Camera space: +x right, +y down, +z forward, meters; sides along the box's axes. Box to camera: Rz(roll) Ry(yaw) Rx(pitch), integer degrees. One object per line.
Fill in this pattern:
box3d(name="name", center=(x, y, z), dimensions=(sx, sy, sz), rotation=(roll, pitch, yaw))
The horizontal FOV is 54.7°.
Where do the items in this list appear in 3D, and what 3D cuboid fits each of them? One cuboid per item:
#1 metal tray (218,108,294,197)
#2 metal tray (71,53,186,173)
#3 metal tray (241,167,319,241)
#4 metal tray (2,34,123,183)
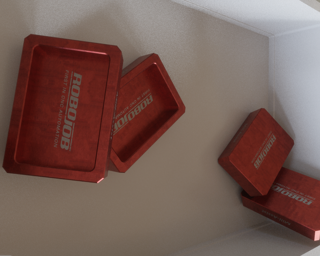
box3d(name="metal tray", center=(0.167, 0.040, 0.527), dimensions=(0.090, 0.030, 0.130), rotation=(46, 60, -8))
box3d(name="metal tray", center=(-0.033, -0.021, 0.377), dimensions=(0.131, 0.030, 0.090), rotation=(-45, 117, -31))
box3d(name="metal tray", center=(0.215, 0.115, 0.517), dimensions=(0.090, 0.130, 0.030), rotation=(-44, 135, -28))
box3d(name="metal tray", center=(-0.089, -0.018, 0.298), dimensions=(0.091, 0.030, 0.129), rotation=(7, 84, -3))
